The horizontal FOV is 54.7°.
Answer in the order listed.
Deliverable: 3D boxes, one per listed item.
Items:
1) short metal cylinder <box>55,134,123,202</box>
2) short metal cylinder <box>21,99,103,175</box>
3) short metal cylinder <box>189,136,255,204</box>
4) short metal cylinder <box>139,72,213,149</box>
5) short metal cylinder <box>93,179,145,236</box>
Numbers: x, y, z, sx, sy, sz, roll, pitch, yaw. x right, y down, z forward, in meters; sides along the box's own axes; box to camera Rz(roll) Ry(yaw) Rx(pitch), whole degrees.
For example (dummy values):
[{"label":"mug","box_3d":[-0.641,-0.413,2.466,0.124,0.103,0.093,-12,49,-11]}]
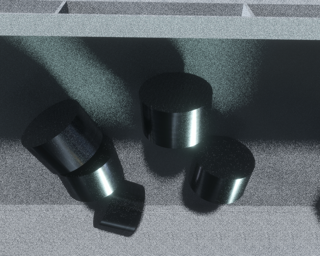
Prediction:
[{"label":"short metal cylinder","box_3d":[-0.095,0.051,0.416,0.080,0.080,0.050,-8,130,6]},{"label":"short metal cylinder","box_3d":[-0.119,0.010,0.380,0.080,0.080,0.050,-20,127,16]},{"label":"short metal cylinder","box_3d":[0.082,0.056,0.421,0.081,0.080,0.050,4,130,-4]},{"label":"short metal cylinder","box_3d":[0.018,-0.022,0.354,0.080,0.080,0.050,-2,130,1]},{"label":"short metal cylinder","box_3d":[-0.063,0.118,0.473,0.050,0.080,0.080,22,127,-18]}]
